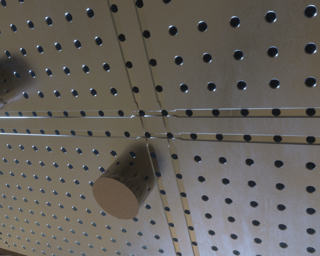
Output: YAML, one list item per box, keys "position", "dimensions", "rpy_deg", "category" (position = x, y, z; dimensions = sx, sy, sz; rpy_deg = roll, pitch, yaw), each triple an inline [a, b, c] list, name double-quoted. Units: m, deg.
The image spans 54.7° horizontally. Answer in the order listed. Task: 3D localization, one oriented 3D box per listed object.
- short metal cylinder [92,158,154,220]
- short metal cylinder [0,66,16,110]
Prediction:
- position: [-0.057, 0.094, 0.482]
  dimensions: [0.080, 0.050, 0.079]
  rpy_deg: [13, 124, 20]
  category: "short metal cylinder"
- position: [-0.287, -0.063, 0.504]
  dimensions: [0.080, 0.050, 0.079]
  rpy_deg: [13, 124, 20]
  category: "short metal cylinder"
